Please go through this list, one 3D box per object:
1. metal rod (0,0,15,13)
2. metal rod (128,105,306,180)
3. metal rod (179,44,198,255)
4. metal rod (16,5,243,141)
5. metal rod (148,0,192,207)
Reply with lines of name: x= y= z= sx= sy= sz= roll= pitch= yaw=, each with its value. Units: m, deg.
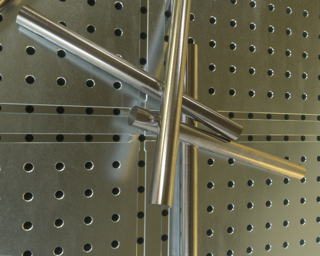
metal rod: x=-0.152 y=-0.180 z=0.356 sx=0.025 sy=0.025 sz=0.300 roll=44 pitch=76 yaw=-15
metal rod: x=0.096 y=0.028 z=0.429 sx=0.302 sy=0.025 sz=0.025 roll=19 pitch=84 yaw=-27
metal rod: x=0.039 y=0.036 z=0.428 sx=0.025 sy=0.025 sz=0.298 roll=0 pitch=90 yaw=-20
metal rod: x=-0.027 y=-0.062 z=0.385 sx=0.301 sy=0.025 sz=0.025 roll=28 pitch=81 yaw=-12
metal rod: x=0.017 y=-0.058 z=0.373 sx=0.025 sy=0.025 sz=0.299 roll=15 pitch=67 yaw=-20
